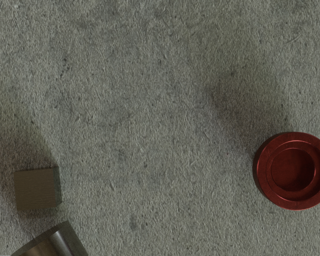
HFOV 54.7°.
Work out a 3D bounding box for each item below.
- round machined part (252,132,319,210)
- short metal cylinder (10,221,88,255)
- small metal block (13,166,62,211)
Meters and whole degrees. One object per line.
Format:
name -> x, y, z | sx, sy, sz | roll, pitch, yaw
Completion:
round machined part -> 0.169, 0.053, 0.403 | 0.099, 0.042, 0.097 | 0, 90, 0
short metal cylinder -> -0.137, 0.159, 0.381 | 0.080, 0.080, 0.050 | -30, 90, 0
small metal block -> -0.160, 0.079, 0.409 | 0.050, 0.025, 0.050 | -5, 90, 0
